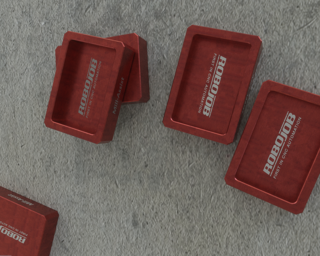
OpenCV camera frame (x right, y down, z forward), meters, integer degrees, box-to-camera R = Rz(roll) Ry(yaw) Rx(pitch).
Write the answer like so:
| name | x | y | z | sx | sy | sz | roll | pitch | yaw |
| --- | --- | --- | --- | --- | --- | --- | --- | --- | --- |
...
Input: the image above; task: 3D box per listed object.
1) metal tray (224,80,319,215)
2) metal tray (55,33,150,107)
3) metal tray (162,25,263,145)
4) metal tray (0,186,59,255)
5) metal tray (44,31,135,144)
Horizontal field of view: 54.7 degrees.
| name | x | y | z | sx | sy | sz | roll | pitch | yaw |
| --- | --- | --- | --- | --- | --- | --- | --- | --- | --- |
| metal tray | 0.140 | 0.020 | 0.356 | 0.090 | 0.030 | 0.129 | 22 | 97 | 18 |
| metal tray | -0.082 | -0.076 | 0.435 | 0.130 | 0.030 | 0.089 | -3 | 89 | 19 |
| metal tray | 0.064 | -0.053 | 0.383 | 0.090 | 0.030 | 0.129 | 17 | 96 | 19 |
| metal tray | -0.229 | 0.155 | 0.487 | 0.130 | 0.030 | 0.089 | 16 | 95 | 19 |
| metal tray | -0.094 | -0.053 | 0.406 | 0.090 | 0.030 | 0.129 | 17 | 96 | 19 |
